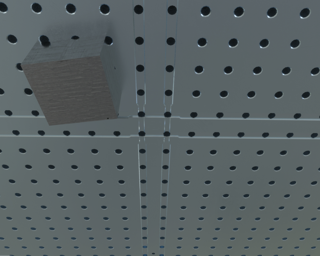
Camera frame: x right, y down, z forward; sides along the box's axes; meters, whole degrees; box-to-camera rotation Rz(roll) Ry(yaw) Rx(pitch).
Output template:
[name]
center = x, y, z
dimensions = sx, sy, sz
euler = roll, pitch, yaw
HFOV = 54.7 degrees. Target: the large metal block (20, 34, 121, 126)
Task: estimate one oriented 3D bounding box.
[large metal block]
center = -0.094, -0.053, 0.349
dimensions = 0.080, 0.050, 0.080
euler = -6, 130, 4
